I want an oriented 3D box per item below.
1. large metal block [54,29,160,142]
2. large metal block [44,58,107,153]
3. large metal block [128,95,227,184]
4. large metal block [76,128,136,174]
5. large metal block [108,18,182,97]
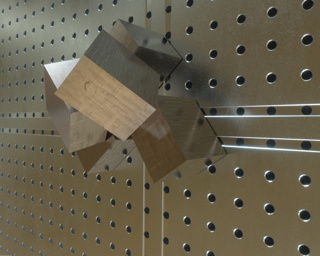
[{"bbox_3d":[-0.048,-0.046,0.319,0.050,0.080,0.080,-44,21,26],"label":"large metal block"},{"bbox_3d":[-0.106,-0.029,0.392,0.080,0.050,0.079,55,147,25],"label":"large metal block"},{"bbox_3d":[0.019,0.011,0.355,0.050,0.081,0.080,-41,65,32],"label":"large metal block"},{"bbox_3d":[-0.085,0.010,0.460,0.080,0.050,0.080,-47,63,29],"label":"large metal block"},{"bbox_3d":[-0.033,-0.082,0.397,0.080,0.081,0.050,-49,61,29],"label":"large metal block"}]
